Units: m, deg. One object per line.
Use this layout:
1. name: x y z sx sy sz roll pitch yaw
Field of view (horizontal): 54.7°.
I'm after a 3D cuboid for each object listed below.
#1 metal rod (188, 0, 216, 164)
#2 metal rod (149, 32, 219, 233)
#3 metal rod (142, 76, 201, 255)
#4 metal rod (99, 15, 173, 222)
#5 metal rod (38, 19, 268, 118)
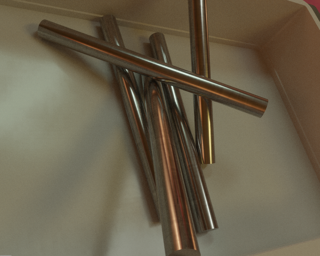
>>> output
1. metal rod: 0.054 -0.102 0.415 0.025 0.025 0.298 -3 90 -30
2. metal rod: 0.026 -0.011 0.427 0.025 0.025 0.299 1 61 -28
3. metal rod: 0.000 0.001 0.338 0.025 0.025 0.300 16 34 -19
4. metal rod: -0.033 -0.029 0.406 0.025 0.025 0.299 -5 64 -31
5. metal rod: -0.012 -0.077 0.394 0.301 0.025 0.025 21 52 4
